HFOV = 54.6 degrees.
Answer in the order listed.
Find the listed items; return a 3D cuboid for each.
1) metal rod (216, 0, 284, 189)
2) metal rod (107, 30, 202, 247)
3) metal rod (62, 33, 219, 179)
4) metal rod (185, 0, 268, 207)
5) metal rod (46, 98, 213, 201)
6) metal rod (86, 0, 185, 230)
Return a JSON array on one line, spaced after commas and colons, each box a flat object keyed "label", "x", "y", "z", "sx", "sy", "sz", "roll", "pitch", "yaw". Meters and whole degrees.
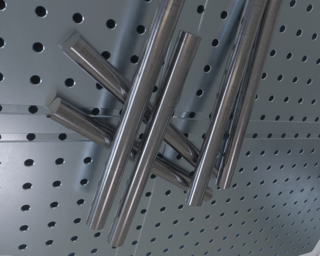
[{"label": "metal rod", "x": 0.125, "y": -0.035, "z": 0.456, "sx": 0.025, "sy": 0.025, "sz": 0.298, "roll": -7, "pitch": 122, "yaw": -25}, {"label": "metal rod", "x": -0.015, "y": 0.029, "z": 0.386, "sx": 0.025, "sy": 0.025, "sz": 0.298, "roll": 7, "pitch": 115, "yaw": -31}, {"label": "metal rod", "x": -0.003, "y": -0.007, "z": 0.404, "sx": 0.025, "sy": 0.025, "sz": 0.300, "roll": -45, "pitch": 129, "yaw": 3}, {"label": "metal rod", "x": 0.085, "y": -0.027, "z": 0.418, "sx": 0.025, "sy": 0.025, "sz": 0.298, "roll": 4, "pitch": 110, "yaw": -30}, {"label": "metal rod", "x": -0.018, "y": 0.045, "z": 0.428, "sx": 0.301, "sy": 0.025, "sz": 0.025, "roll": 35, "pitch": 99, "yaw": -39}, {"label": "metal rod", "x": -0.035, "y": -0.005, "z": 0.354, "sx": 0.025, "sy": 0.025, "sz": 0.298, "roll": 7, "pitch": 115, "yaw": -32}]
